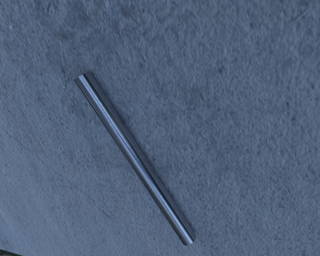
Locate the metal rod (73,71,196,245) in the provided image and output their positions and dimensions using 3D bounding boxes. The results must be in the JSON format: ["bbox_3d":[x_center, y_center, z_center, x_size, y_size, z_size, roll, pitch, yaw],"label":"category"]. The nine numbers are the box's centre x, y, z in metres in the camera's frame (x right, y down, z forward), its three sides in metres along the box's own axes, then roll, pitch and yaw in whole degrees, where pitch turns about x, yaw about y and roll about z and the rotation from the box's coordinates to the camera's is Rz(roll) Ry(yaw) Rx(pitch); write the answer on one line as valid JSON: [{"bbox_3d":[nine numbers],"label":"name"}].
[{"bbox_3d":[-0.030,0.053,0.453,0.025,0.025,0.299,-21,108,35],"label":"metal rod"}]
